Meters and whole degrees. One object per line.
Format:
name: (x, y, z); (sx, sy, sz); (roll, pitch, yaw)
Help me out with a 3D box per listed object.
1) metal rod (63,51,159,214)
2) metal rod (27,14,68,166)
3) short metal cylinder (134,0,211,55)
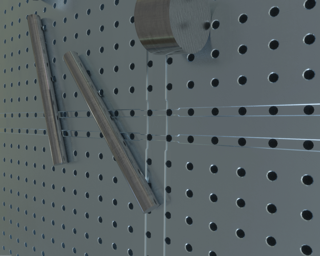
metal rod: (-0.084, -0.007, 0.478); (0.025, 0.025, 0.299); (-46, 63, 30)
metal rod: (-0.215, -0.077, 0.586); (0.025, 0.025, 0.299); (-23, 75, 37)
short metal cylinder: (0.016, -0.126, 0.360); (0.050, 0.081, 0.079); (9, 96, 40)
